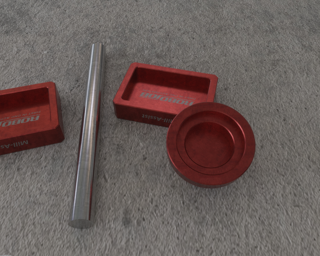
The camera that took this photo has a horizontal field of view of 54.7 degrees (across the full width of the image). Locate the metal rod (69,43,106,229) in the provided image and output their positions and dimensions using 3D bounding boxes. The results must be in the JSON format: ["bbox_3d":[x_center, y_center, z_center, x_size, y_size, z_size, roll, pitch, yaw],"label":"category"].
[{"bbox_3d":[-0.091,-0.015,0.415,0.025,0.025,0.300,-3,50,-3],"label":"metal rod"}]

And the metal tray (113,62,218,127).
[{"bbox_3d":[0.010,-0.045,0.437,0.131,0.030,0.090,11,51,8],"label":"metal tray"}]

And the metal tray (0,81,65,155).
[{"bbox_3d":[-0.198,-0.011,0.407,0.131,0.030,0.090,-12,51,-10],"label":"metal tray"}]

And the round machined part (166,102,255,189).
[{"bbox_3d":[0.056,0.022,0.362,0.099,0.042,0.098,0,68,1],"label":"round machined part"}]
